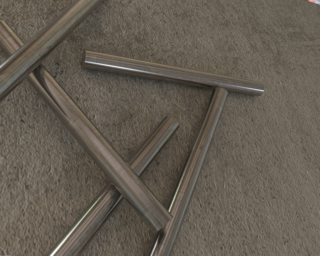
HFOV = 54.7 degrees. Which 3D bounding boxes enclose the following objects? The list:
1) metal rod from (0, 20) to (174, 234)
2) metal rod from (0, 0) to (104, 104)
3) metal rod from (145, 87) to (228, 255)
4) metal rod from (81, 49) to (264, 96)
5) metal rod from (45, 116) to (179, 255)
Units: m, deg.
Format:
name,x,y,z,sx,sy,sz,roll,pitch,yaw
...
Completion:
name,x,y,z,sx,sy,sz,roll,pitch,yaw
metal rod,-0.095,-0.011,0.338,0.025,0.025,0.300,-32,73,-38
metal rod,-0.122,-0.126,0.385,0.025,0.025,0.301,29,43,-10
metal rod,0.040,0.051,0.394,0.025,0.025,0.301,33,51,-7
metal rod,0.036,-0.079,0.470,0.302,0.025,0.025,5,60,-26
metal rod,-0.061,0.084,0.319,0.025,0.025,0.301,41,51,-1
